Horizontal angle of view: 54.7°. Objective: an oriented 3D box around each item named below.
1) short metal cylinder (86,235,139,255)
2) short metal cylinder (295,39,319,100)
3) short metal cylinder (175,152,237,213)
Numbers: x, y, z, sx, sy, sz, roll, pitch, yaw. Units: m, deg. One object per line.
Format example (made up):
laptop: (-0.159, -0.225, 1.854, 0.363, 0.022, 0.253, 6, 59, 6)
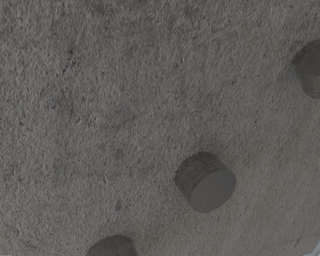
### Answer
short metal cylinder: (-0.071, 0.216, 0.485, 0.081, 0.050, 0.079, -14, 124, -21)
short metal cylinder: (0.244, -0.087, 0.450, 0.080, 0.080, 0.050, -40, 129, -1)
short metal cylinder: (0.070, 0.084, 0.481, 0.081, 0.050, 0.079, -14, 124, -21)
